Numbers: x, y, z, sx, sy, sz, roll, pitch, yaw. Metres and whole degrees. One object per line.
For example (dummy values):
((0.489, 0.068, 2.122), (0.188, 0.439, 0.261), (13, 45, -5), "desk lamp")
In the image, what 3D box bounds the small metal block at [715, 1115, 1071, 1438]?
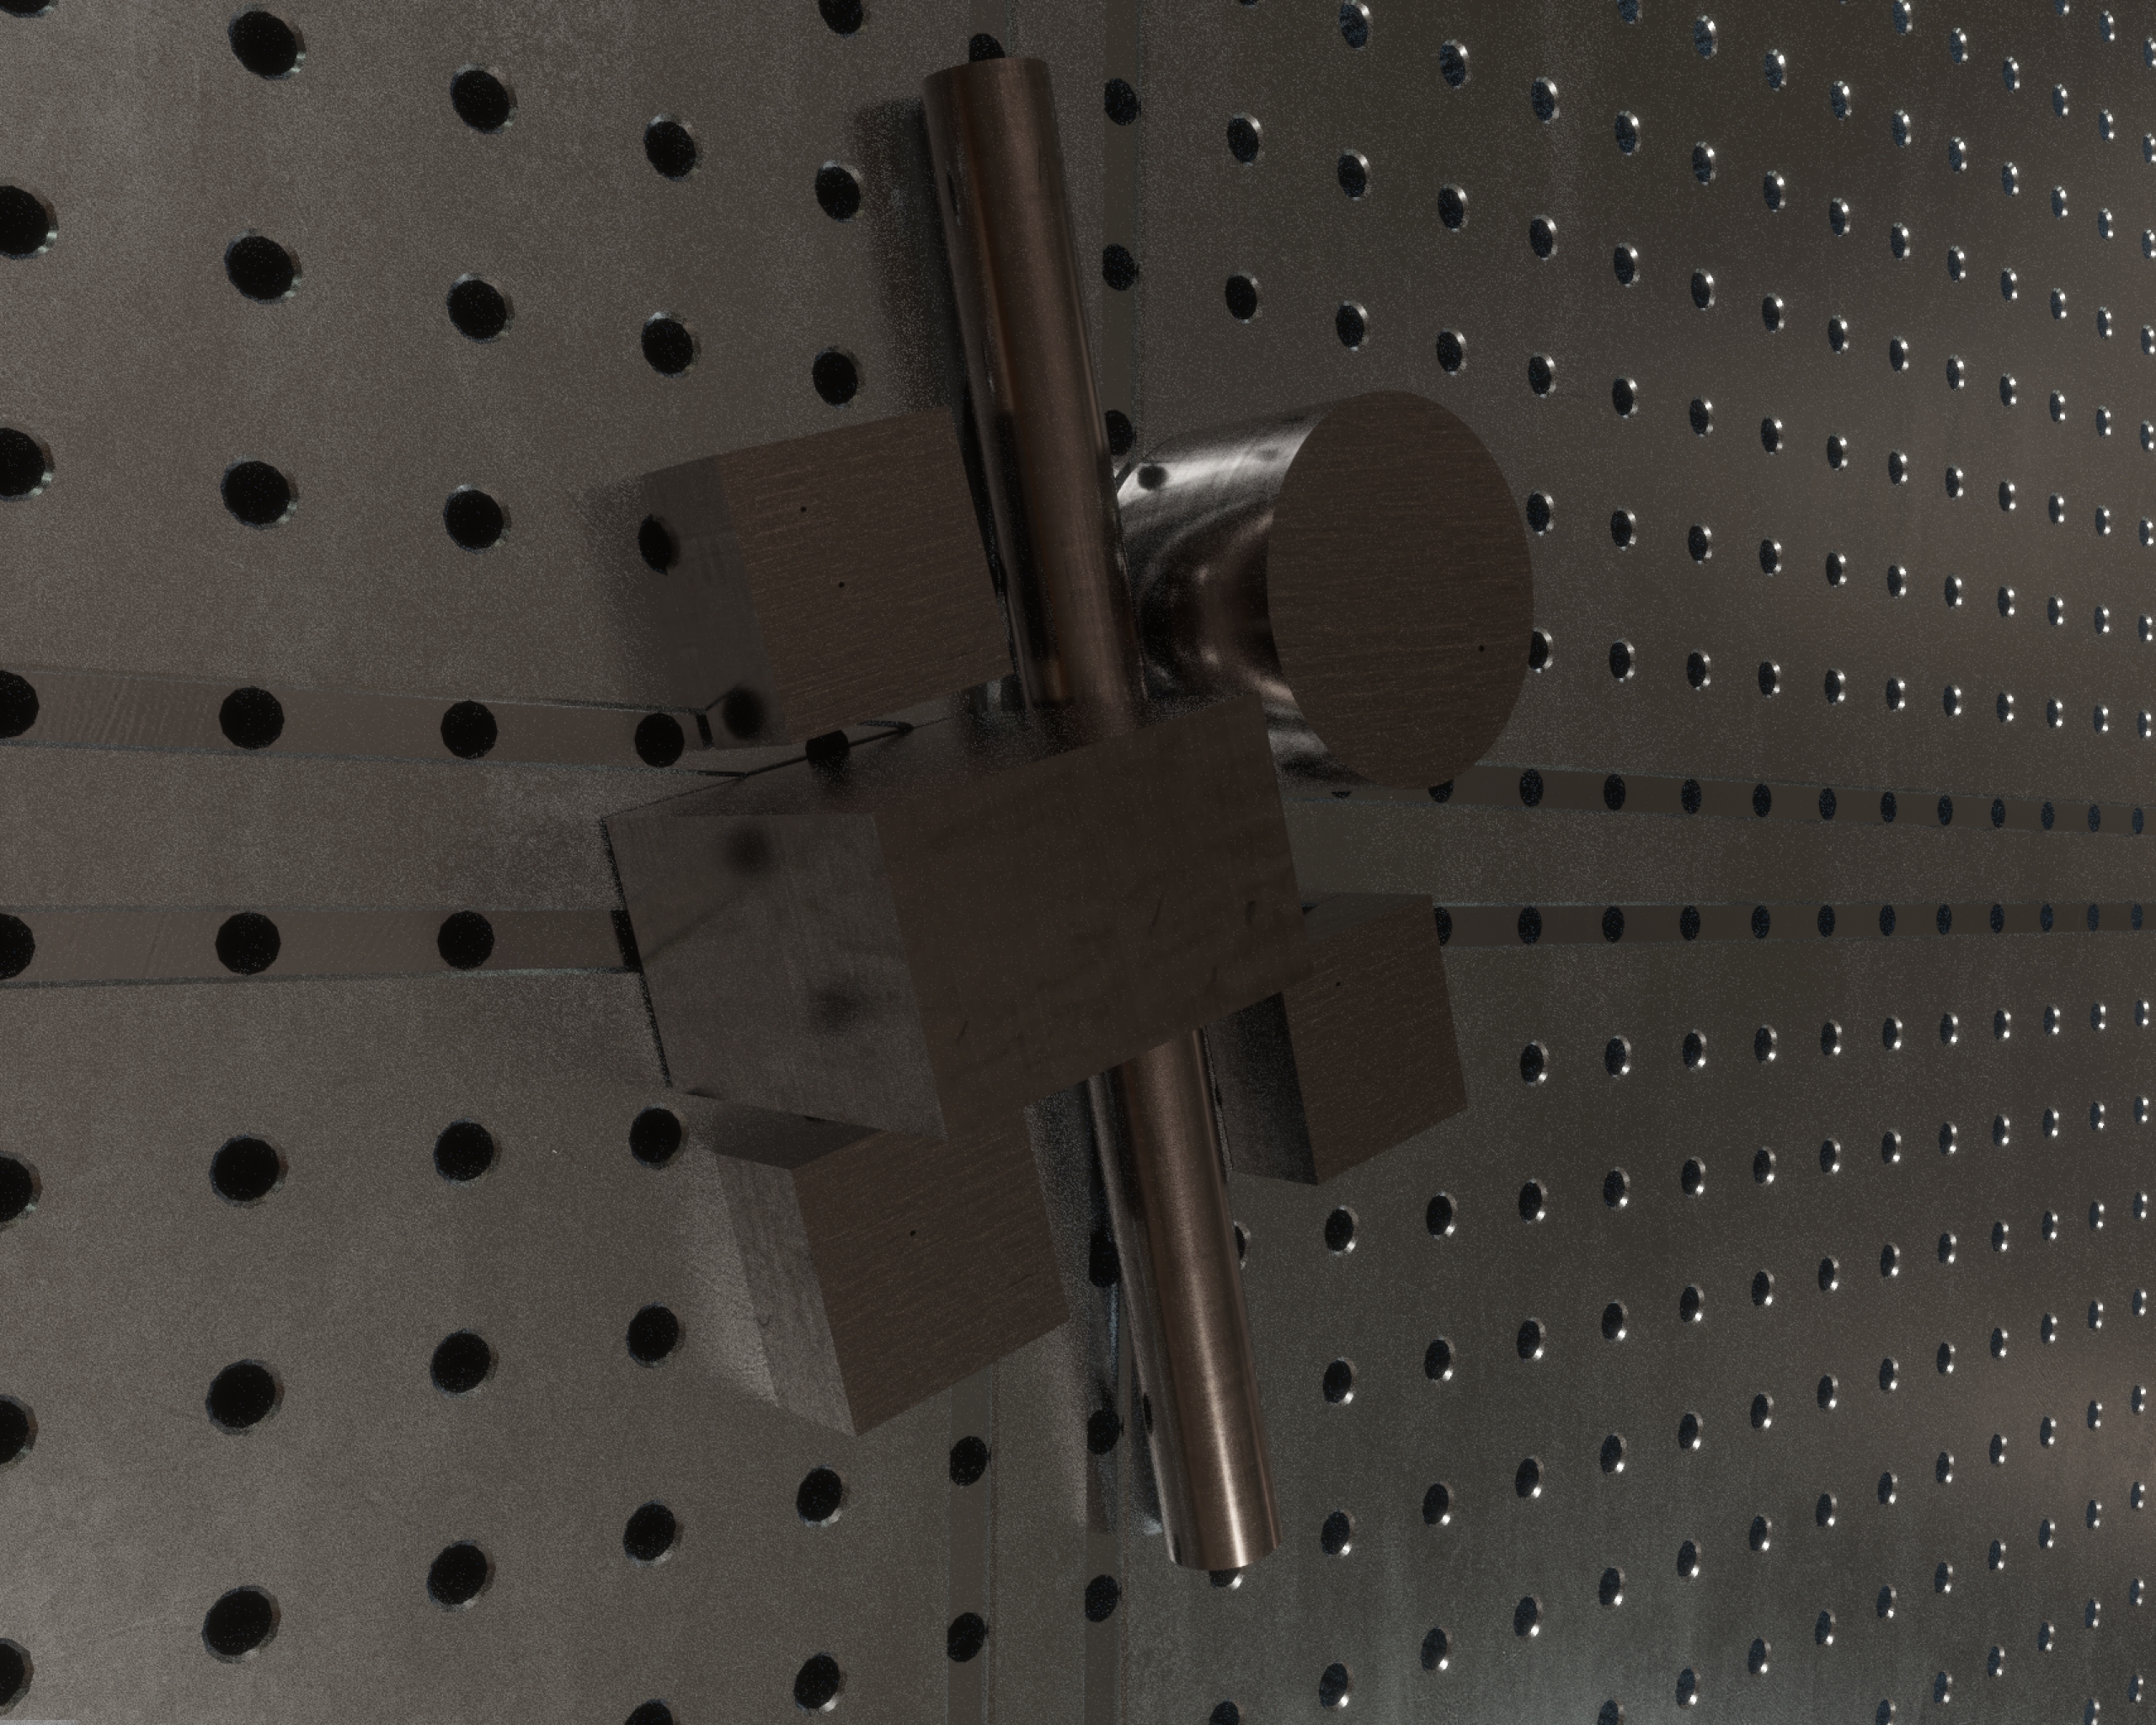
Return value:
((-0.033, 0.069, 0.383), (0.050, 0.025, 0.050), (-20, 103, -38), "small metal block")

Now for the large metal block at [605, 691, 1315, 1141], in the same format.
((-0.020, 0.006, 0.356), (0.081, 0.080, 0.050), (-20, 103, -39), "large metal block")

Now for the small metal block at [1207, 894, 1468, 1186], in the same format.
((0.056, 0.037, 0.459), (0.050, 0.025, 0.050), (-19, 102, -39), "small metal block")

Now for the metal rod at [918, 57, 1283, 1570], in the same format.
((0.006, -0.003, 0.416), (0.025, 0.025, 0.298), (-16, 100, -39), "metal rod")

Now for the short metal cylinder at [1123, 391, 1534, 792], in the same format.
((0.050, -0.055, 0.436), (0.081, 0.050, 0.079), (0, 90, -40), "short metal cylinder")

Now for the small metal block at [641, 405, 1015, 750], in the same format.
((-0.044, -0.051, 0.374), (0.050, 0.025, 0.050), (-22, 104, -38), "small metal block")
